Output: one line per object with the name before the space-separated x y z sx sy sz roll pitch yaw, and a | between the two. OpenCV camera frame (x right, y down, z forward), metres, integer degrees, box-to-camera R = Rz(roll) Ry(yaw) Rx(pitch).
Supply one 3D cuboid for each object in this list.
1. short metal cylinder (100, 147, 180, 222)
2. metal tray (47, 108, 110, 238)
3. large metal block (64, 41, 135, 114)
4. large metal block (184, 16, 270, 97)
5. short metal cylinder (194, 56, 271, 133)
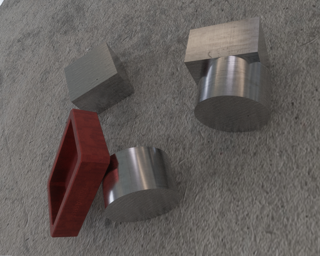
short metal cylinder | -0.023 0.064 0.342 0.080 0.080 0.050 -25 53 13
metal tray | -0.102 0.054 0.367 0.129 0.030 0.090 -63 34 28
large metal block | -0.096 -0.075 0.484 0.080 0.050 0.080 -30 52 8
large metal block | 0.084 -0.079 0.373 0.080 0.080 0.050 -3 61 27
short metal cylinder | 0.082 -0.035 0.347 0.080 0.080 0.050 -3 61 27
